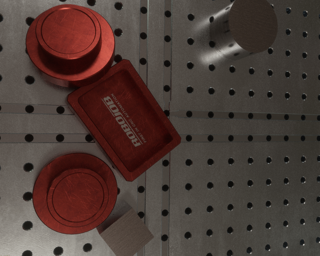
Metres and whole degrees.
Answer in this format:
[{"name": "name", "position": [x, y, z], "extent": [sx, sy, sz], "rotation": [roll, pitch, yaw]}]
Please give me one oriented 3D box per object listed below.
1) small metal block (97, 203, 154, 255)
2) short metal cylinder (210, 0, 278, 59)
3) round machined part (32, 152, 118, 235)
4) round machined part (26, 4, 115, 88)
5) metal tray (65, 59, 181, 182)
[{"name": "small metal block", "position": [-0.044, 0.134, 0.397], "extent": [0.050, 0.025, 0.050], "rotation": [-37, 102, -16]}, {"name": "short metal cylinder", "position": [0.119, -0.143, 0.445], "extent": [0.081, 0.050, 0.079], "rotation": [0, 91, -20]}, {"name": "round machined part", "position": [-0.098, 0.078, 0.368], "extent": [0.099, 0.042, 0.097], "rotation": [0, 90, -21]}, {"name": "round machined part", "position": [-0.100, -0.099, 0.351], "extent": [0.099, 0.042, 0.098], "rotation": [2, 74, -8]}, {"name": "metal tray", "position": [-0.044, -0.009, 0.394], "extent": [0.090, 0.030, 0.130], "rotation": [-38, 102, -16]}]
